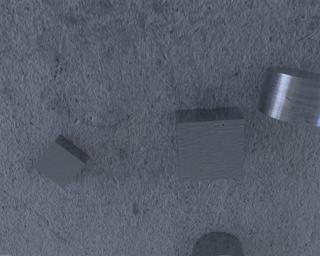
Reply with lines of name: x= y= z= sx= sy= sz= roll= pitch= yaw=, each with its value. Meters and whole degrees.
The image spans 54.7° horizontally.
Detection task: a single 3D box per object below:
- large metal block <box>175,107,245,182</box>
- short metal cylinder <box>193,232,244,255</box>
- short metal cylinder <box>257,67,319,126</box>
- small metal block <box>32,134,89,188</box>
large metal block: x=0.063 y=0.020 z=0.404 sx=0.080 sy=0.050 sz=0.079 roll=-4 pitch=110 yaw=1
short metal cylinder: x=0.092 y=0.208 z=0.474 sx=0.081 sy=0.050 sz=0.079 roll=0 pitch=110 yaw=0
short metal cylinder: x=0.162 y=-0.040 z=0.367 sx=0.081 sy=0.080 sz=0.050 roll=7 pitch=110 yaw=-3
small metal block: x=-0.135 y=0.046 z=0.425 sx=0.050 sy=0.025 sz=0.050 roll=41 pitch=105 yaw=-14
